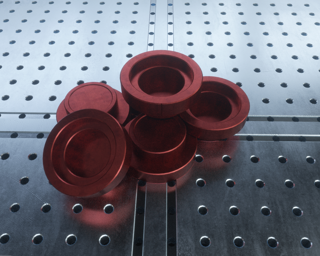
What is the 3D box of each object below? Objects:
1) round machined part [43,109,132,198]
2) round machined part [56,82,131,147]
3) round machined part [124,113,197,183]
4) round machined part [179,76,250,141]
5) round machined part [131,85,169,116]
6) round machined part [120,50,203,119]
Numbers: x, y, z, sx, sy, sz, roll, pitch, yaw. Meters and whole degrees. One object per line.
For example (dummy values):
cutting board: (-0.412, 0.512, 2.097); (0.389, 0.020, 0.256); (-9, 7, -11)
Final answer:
round machined part: (-0.078, 0.030, 0.354); (0.098, 0.042, 0.098); (-4, 72, 13)
round machined part: (-0.090, -0.024, 0.417); (0.099, 0.042, 0.098); (0, 50, 0)
round machined part: (-0.003, 0.015, 0.383); (0.099, 0.042, 0.098); (0, 50, 0)
round machined part: (0.066, -0.022, 0.415); (0.099, 0.042, 0.098); (0, 50, 0)
round machined part: (-0.003, -0.060, 0.447); (0.099, 0.042, 0.098); (0, 50, 0)
round machined part: (0.002, -0.050, 0.383); (0.099, 0.042, 0.098); (0, 50, 0)
